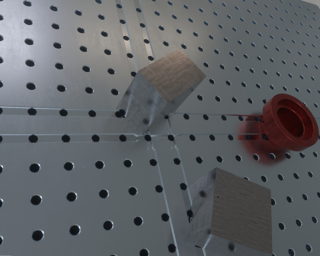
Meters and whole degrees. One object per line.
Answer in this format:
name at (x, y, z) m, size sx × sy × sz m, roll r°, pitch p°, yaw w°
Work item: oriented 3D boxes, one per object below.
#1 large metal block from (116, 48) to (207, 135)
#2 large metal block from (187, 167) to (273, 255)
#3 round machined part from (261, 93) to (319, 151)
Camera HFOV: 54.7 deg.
large metal block at (0.001, -0.047, 0.401) m, size 0.050 × 0.080 × 0.080 m, roll 48°, pitch 51°, yaw 5°
large metal block at (0.085, 0.105, 0.374) m, size 0.080 × 0.050 × 0.080 m, roll 23°, pitch 53°, yaw -14°
round machined part at (0.208, -0.005, 0.512) m, size 0.099 × 0.042 × 0.098 m, roll 14°, pitch 56°, yaw -21°
